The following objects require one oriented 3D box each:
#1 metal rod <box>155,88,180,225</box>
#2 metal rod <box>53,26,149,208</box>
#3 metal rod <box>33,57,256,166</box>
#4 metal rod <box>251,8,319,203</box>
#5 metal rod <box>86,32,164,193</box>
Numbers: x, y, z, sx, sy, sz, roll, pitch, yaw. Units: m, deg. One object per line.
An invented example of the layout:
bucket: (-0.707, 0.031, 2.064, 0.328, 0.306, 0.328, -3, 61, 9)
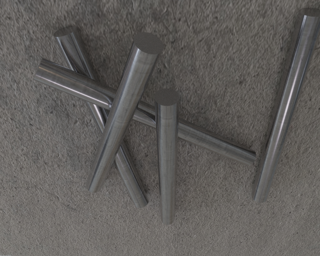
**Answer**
metal rod: (0.010, 0.063, 0.426, 0.025, 0.025, 0.298, -1, 141, 1)
metal rod: (-0.065, 0.011, 0.415, 0.025, 0.025, 0.299, -10, 130, 8)
metal rod: (0.002, -0.009, 0.379, 0.302, 0.025, 0.025, 22, 127, -26)
metal rod: (0.157, -0.002, 0.406, 0.025, 0.025, 0.298, -1, 130, 1)
metal rod: (-0.056, 0.011, 0.366, 0.025, 0.025, 0.298, 15, 144, -12)
